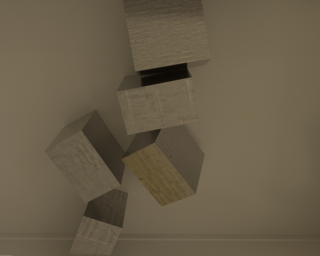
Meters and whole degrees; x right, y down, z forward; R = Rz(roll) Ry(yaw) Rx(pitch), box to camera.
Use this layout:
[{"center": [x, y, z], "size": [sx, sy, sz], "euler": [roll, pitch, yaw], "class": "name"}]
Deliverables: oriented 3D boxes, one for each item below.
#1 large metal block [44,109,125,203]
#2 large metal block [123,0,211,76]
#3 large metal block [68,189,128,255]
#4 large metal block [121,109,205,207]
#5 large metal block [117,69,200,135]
[{"center": [-0.088, 0.033, 0.393], "size": [0.050, 0.080, 0.080], "euler": [-28, 108, 10], "class": "large metal block"}, {"center": [0.008, -0.107, 0.348], "size": [0.080, 0.050, 0.079], "euler": [-10, 93, 3], "class": "large metal block"}, {"center": [-0.085, 0.137, 0.431], "size": [0.050, 0.080, 0.079], "euler": [20, 109, -8], "class": "large metal block"}, {"center": [0.008, 0.036, 0.389], "size": [0.050, 0.080, 0.080], "euler": [-28, 109, 29], "class": "large metal block"}, {"center": [-0.001, -0.037, 0.369], "size": [0.080, 0.080, 0.050], "euler": [-11, 110, 3], "class": "large metal block"}]
